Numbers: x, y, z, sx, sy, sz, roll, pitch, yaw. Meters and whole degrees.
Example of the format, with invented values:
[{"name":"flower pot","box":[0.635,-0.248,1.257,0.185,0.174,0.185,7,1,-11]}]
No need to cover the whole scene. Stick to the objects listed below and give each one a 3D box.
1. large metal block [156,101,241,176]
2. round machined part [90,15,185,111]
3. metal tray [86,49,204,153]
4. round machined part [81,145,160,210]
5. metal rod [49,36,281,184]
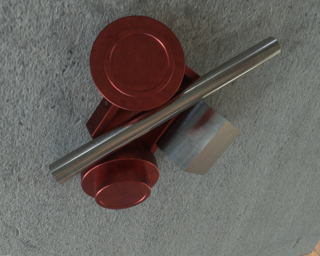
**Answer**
[{"name":"large metal block","box":[0.054,0.014,0.412,0.080,0.050,0.080,-51,153,7]},{"name":"round machined part","box":[-0.022,-0.066,0.318,0.099,0.042,0.097,-1,97,-8]},{"name":"metal tray","box":[-0.017,-0.029,0.378,0.090,0.030,0.130,27,103,-38]},{"name":"round machined part","box":[-0.048,0.068,0.391,0.099,0.042,0.097,-9,140,-7]},{"name":"metal rod","box":[0.013,-0.026,0.362,0.301,0.025,0.025,-31,129,-9]}]
